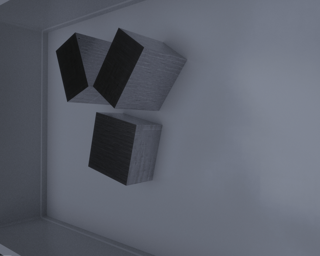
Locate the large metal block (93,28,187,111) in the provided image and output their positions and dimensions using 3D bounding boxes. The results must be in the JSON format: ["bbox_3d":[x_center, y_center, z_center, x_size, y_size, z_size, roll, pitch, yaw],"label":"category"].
[{"bbox_3d":[-0.025,-0.070,0.392,0.050,0.081,0.080,44,116,31],"label":"large metal block"}]

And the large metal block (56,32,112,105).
[{"bbox_3d":[-0.094,-0.082,0.449,0.050,0.081,0.080,-26,74,37],"label":"large metal block"}]

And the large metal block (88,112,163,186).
[{"bbox_3d":[-0.050,0.025,0.432,0.080,0.050,0.079,17,101,38],"label":"large metal block"}]
